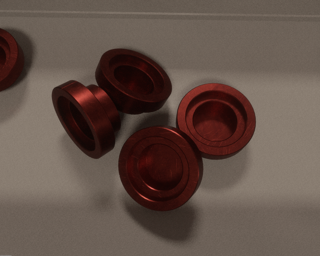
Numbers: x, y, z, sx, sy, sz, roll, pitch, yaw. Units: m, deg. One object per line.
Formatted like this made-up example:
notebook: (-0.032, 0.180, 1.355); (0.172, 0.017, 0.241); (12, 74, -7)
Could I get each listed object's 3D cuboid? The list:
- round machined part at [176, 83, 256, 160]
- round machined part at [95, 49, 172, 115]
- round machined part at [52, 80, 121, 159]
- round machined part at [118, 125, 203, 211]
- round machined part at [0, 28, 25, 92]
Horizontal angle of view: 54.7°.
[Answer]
round machined part: (0.070, -0.006, 0.404); (0.099, 0.042, 0.098); (0, 70, -1)
round machined part: (-0.037, -0.056, 0.405); (0.099, 0.042, 0.098); (19, 42, -18)
round machined part: (-0.085, -0.014, 0.378); (0.042, 0.097, 0.098); (-35, 73, -31)
round machined part: (0.004, 0.045, 0.369); (0.098, 0.042, 0.097); (2, 96, 21)
round machined part: (-0.238, -0.088, 0.430); (0.099, 0.042, 0.098); (0, 70, -1)
